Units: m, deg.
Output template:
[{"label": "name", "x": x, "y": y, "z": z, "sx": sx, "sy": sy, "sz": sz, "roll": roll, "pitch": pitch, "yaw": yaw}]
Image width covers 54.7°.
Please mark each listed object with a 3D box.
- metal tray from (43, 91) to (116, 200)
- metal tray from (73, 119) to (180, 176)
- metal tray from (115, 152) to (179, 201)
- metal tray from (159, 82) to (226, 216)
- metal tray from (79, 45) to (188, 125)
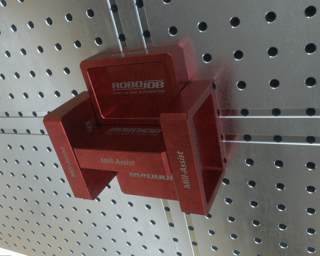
[{"label": "metal tray", "x": -0.100, "y": 0.023, "z": 0.433, "sx": 0.030, "sy": 0.090, "sz": 0.129, "roll": 1, "pitch": 119, "yaw": 28}, {"label": "metal tray", "x": -0.031, "y": 0.017, "z": 0.392, "sx": 0.130, "sy": 0.090, "sz": 0.030, "roll": 1, "pitch": 119, "yaw": 27}, {"label": "metal tray", "x": -0.004, "y": 0.057, "z": 0.442, "sx": 0.130, "sy": 0.030, "sz": 0.089, "roll": 1, "pitch": 119, "yaw": 27}, {"label": "metal tray", "x": 0.043, "y": 0.023, "z": 0.359, "sx": 0.030, "sy": 0.090, "sz": 0.129, "roll": 1, "pitch": 119, "yaw": 28}, {"label": "metal tray", "x": -0.030, "y": -0.050, "z": 0.391, "sx": 0.130, "sy": 0.030, "sz": 0.089, "roll": 1, "pitch": 119, "yaw": 27}]
